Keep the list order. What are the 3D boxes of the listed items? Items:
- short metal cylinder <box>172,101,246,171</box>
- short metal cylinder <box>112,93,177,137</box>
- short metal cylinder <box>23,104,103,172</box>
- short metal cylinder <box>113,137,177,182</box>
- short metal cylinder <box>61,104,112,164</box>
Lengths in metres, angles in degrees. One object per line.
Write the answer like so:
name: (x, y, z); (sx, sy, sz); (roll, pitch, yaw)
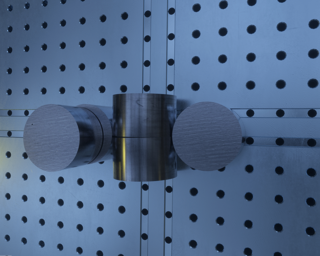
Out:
short metal cylinder: (0.061, 0.009, 0.377); (0.080, 0.050, 0.079); (0, 90, 19)
short metal cylinder: (-0.019, -0.015, 0.390); (0.080, 0.080, 0.050); (1, 91, 20)
short metal cylinder: (-0.120, 0.011, 0.387); (0.080, 0.050, 0.079); (0, 90, 20)
short metal cylinder: (-0.019, 0.036, 0.390); (0.080, 0.080, 0.050); (-1, 90, 20)
short metal cylinder: (-0.090, 0.008, 0.431); (0.080, 0.050, 0.079); (0, 90, 19)
